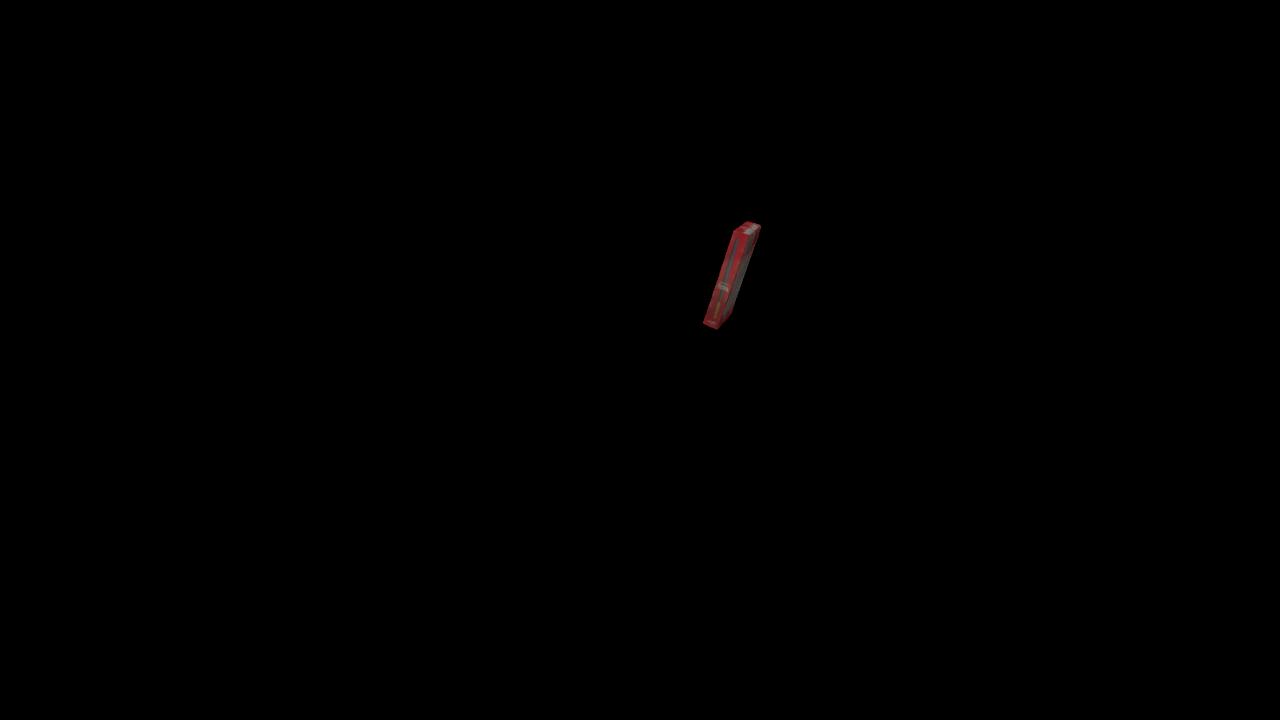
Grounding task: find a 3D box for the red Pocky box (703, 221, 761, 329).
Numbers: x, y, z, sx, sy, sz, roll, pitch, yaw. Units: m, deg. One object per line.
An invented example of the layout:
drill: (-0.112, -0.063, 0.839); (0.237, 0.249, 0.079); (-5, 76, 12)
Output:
red Pocky box: (0.140, -0.129, 0.935); (0.028, 0.155, 0.083); (23, 28, 13)
